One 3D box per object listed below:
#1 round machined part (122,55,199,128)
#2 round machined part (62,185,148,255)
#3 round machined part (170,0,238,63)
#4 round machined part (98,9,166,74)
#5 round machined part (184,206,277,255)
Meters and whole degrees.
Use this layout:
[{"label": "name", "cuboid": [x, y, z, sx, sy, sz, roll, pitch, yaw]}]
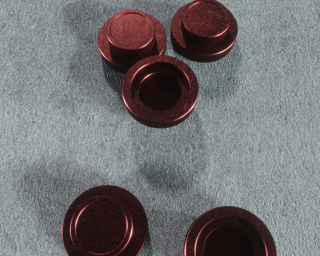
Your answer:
[{"label": "round machined part", "cuboid": [0.000, -0.045, 0.415, 0.099, 0.042, 0.098, 0, 70, 0]}, {"label": "round machined part", "cuboid": [-0.064, 0.114, 0.357, 0.099, 0.042, 0.098, 0, 70, 0]}, {"label": "round machined part", "cuboid": [0.065, -0.149, 0.454, 0.099, 0.042, 0.098, 0, 70, 0]}, {"label": "round machined part", "cuboid": [-0.040, -0.130, 0.446, 0.099, 0.042, 0.098, 0, 70, 0]}, {"label": "round machined part", "cuboid": [0.075, 0.140, 0.348, 0.099, 0.042, 0.098, 0, 70, 0]}]
